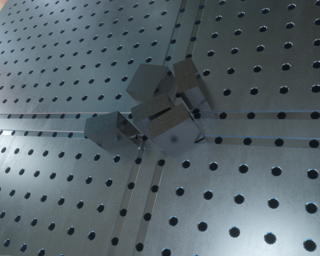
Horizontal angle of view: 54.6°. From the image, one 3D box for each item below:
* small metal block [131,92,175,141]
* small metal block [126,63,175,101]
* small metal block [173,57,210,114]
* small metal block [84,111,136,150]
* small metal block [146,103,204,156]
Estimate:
[{"bbox_3d":[-0.002,-0.013,0.402,0.050,0.050,0.025,-24,53,14],"label":"small metal block"},{"bbox_3d":[-0.014,-0.066,0.457,0.050,0.025,0.050,14,69,34],"label":"small metal block"},{"bbox_3d":[0.041,-0.055,0.405,0.025,0.050,0.050,-20,54,17],"label":"small metal block"},{"bbox_3d":[-0.067,0.005,0.426,0.050,0.050,0.025,-12,57,22],"label":"small metal block"},{"bbox_3d":[0.019,0.003,0.381,0.050,0.050,0.025,-30,52,9],"label":"small metal block"}]
